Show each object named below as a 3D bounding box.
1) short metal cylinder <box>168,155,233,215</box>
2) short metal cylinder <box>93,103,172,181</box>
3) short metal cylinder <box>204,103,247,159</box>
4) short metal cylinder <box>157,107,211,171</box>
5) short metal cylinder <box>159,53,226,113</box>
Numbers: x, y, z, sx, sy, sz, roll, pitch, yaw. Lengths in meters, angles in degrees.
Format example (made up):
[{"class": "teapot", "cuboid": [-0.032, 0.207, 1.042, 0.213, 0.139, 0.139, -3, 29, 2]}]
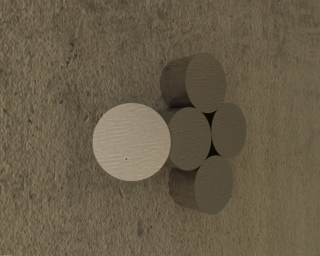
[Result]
[{"class": "short metal cylinder", "cuboid": [0.058, 0.077, 0.439, 0.081, 0.050, 0.080, 0, 90, -40]}, {"class": "short metal cylinder", "cuboid": [-0.027, 0.015, 0.340, 0.080, 0.050, 0.080, 0, 89, 4]}, {"class": "short metal cylinder", "cuboid": [0.084, 0.004, 0.460, 0.081, 0.050, 0.080, 0, 90, -40]}, {"class": "short metal cylinder", "cuboid": [0.022, 0.013, 0.408, 0.081, 0.050, 0.080, 0, 90, -40]}, {"class": "short metal cylinder", "cuboid": [0.046, -0.060, 0.428, 0.081, 0.050, 0.080, 0, 90, -40]}]
